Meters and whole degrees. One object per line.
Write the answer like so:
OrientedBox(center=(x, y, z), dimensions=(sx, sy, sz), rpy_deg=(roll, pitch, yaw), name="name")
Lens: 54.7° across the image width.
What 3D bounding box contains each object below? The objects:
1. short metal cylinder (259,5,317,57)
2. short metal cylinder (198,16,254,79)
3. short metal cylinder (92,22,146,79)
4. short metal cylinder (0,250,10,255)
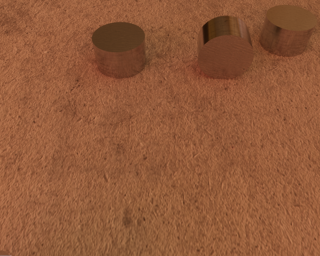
OrientedBox(center=(0.216, -0.166, 0.528), dimensions=(0.080, 0.050, 0.080), rpy_deg=(0, 50, 0), name="short metal cylinder")
OrientedBox(center=(0.098, -0.121, 0.469), dimensions=(0.080, 0.080, 0.050), rpy_deg=(3, 50, 2), name="short metal cylinder")
OrientedBox(center=(-0.063, -0.124, 0.490), dimensions=(0.080, 0.050, 0.080), rpy_deg=(0, 50, 0), name="short metal cylinder")
OrientedBox(center=(-0.134, 0.147, 0.243), dimensions=(0.050, 0.080, 0.080), rpy_deg=(-27, 55, -21), name="short metal cylinder")
